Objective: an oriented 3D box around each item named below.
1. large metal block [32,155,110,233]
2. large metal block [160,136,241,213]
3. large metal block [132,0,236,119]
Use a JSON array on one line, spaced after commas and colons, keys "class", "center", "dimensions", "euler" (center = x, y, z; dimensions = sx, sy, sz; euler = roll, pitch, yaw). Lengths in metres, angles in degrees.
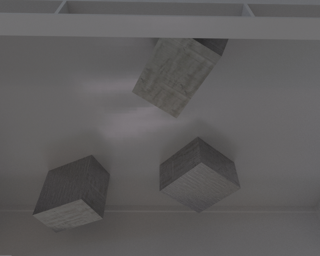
[{"class": "large metal block", "center": [-0.126, 0.096, 0.453], "dimensions": [0.080, 0.080, 0.050], "euler": [-21, 127, 16]}, {"class": "large metal block", "center": [0.056, 0.071, 0.453], "dimensions": [0.080, 0.050, 0.080], "euler": [34, 122, -26]}, {"class": "large metal block", "center": [0.024, -0.070, 0.299], "dimensions": [0.050, 0.080, 0.080], "euler": [31, 134, -4]}]
